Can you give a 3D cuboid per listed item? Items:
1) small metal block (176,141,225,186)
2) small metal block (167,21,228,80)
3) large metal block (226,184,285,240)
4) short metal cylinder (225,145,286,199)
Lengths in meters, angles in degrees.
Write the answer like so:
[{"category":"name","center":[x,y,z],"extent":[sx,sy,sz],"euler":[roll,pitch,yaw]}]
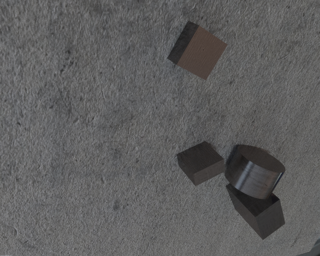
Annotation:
[{"category":"small metal block","center":[0.060,0.051,0.457],"extent":[0.050,0.050,0.025],"euler":[-24,127,-14]},{"category":"small metal block","center":[0.045,-0.093,0.376],"extent":[0.050,0.025,0.050],"euler":[20,108,-36]},{"category":"large metal block","center":[0.170,0.137,0.552],"extent":[0.050,0.080,0.080],"euler":[-33,129,-7]},{"category":"short metal cylinder","center":[0.152,0.069,0.500],"extent":[0.081,0.080,0.050],"euler":[8,114,-32]}]
